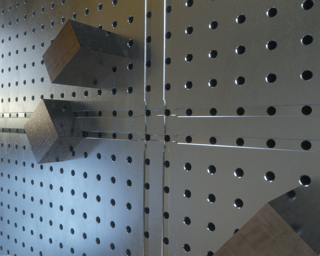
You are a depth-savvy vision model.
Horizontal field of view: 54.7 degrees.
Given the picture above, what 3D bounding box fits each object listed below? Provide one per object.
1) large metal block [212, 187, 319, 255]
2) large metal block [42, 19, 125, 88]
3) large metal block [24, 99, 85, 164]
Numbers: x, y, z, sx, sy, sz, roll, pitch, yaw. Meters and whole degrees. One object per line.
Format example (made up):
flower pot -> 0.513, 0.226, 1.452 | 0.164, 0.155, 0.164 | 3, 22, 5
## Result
large metal block -> 0.106, 0.106, 0.285 | 0.050, 0.081, 0.080 | 49, 119, 28
large metal block -> -0.115, -0.107, 0.465 | 0.080, 0.081, 0.050 | -38, 67, 33
large metal block -> -0.188, 0.006, 0.545 | 0.080, 0.050, 0.080 | -43, 64, 31
